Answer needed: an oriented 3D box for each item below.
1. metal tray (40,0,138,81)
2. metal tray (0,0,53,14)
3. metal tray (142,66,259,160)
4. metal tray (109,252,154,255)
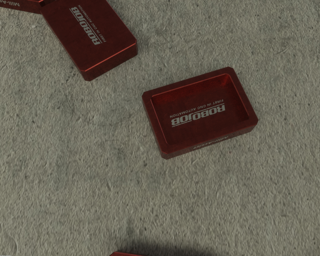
[{"bbox_3d":[-0.104,-0.143,0.457,0.090,0.030,0.130,-32,73,-11],"label":"metal tray"},{"bbox_3d":[-0.227,-0.234,0.488,0.131,0.030,0.090,12,70,4],"label":"metal tray"},{"bbox_3d":[0.051,-0.021,0.413,0.131,0.030,0.090,-18,71,-7],"label":"metal tray"},{"bbox_3d":[0.004,0.190,0.336,0.131,0.030,0.090,7,70,2],"label":"metal tray"}]
